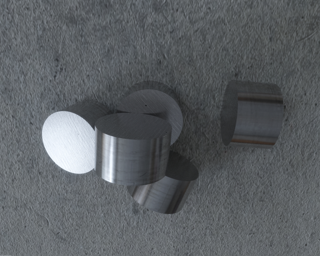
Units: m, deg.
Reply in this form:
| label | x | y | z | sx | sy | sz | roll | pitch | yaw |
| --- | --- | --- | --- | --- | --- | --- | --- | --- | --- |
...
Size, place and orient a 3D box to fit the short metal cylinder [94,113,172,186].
| label | x | y | z | sx | sy | sz | roll | pitch | yaw |
| --- | --- | --- | --- | --- | --- | --- | --- | --- | --- |
| short metal cylinder | -0.029 | 0.020 | 0.334 | 0.081 | 0.080 | 0.050 | 5 | 110 | -2 |

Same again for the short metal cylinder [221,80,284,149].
| label | x | y | z | sx | sy | sz | roll | pitch | yaw |
| --- | --- | --- | --- | --- | --- | --- | --- | --- | --- |
| short metal cylinder | 0.108 | -0.016 | 0.375 | 0.050 | 0.080 | 0.079 | 4 | 110 | -2 |

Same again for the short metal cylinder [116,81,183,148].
| label | x | y | z | sx | sy | sz | roll | pitch | yaw |
| --- | --- | --- | --- | --- | --- | --- | --- | --- | --- |
| short metal cylinder | -0.013 | -0.016 | 0.390 | 0.081 | 0.050 | 0.079 | 0 | 110 | 0 |

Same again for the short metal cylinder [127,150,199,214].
| label | x | y | z | sx | sy | sz | roll | pitch | yaw |
| --- | --- | --- | --- | --- | --- | --- | --- | --- | --- |
| short metal cylinder | 0.003 | 0.066 | 0.405 | 0.080 | 0.080 | 0.050 | 20 | 109 | -8 |

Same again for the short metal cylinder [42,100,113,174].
| label | x | y | z | sx | sy | sz | roll | pitch | yaw |
| --- | --- | --- | --- | --- | --- | --- | --- | --- | --- |
| short metal cylinder | -0.096 | 0.010 | 0.386 | 0.080 | 0.050 | 0.079 | 8 | 113 | 19 |
